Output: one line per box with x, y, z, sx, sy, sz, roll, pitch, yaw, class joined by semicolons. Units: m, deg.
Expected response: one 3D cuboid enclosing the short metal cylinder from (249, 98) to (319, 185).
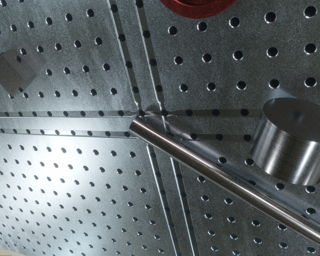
0.137;0.011;0.310;0.080;0.080;0.050;19;126;16;short metal cylinder

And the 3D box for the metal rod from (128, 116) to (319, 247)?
0.092;0.071;0.405;0.301;0.025;0.025;31;128;8;metal rod

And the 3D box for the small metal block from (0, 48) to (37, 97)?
-0.225;-0.084;0.475;0.050;0.025;0.050;-34;100;38;small metal block

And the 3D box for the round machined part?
0.039;-0.155;0.283;0.098;0.042;0.097;13;124;20;round machined part
